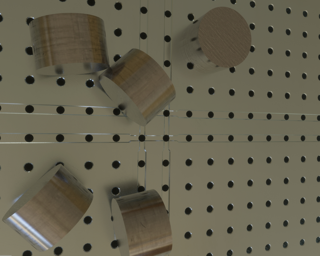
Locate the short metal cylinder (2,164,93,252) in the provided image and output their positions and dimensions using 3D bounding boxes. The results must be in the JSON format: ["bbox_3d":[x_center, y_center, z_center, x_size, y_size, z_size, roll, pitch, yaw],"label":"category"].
[{"bbox_3d":[-0.121,0.085,0.339,0.080,0.080,0.050,-45,105,-15],"label":"short metal cylinder"}]

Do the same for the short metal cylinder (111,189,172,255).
[{"bbox_3d":[-0.024,0.119,0.376,0.050,0.080,0.079,-9,93,-20],"label":"short metal cylinder"}]

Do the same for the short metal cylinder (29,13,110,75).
[{"bbox_3d":[-0.100,-0.090,0.347,0.081,0.080,0.050,-8,93,-20],"label":"short metal cylinder"}]

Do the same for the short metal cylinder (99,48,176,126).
[{"bbox_3d":[-0.027,-0.048,0.374,0.050,0.080,0.080,-44,104,-15],"label":"short metal cylinder"}]

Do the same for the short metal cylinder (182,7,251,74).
[{"bbox_3d":[0.078,-0.119,0.429,0.081,0.050,0.079,0,90,-20],"label":"short metal cylinder"}]
